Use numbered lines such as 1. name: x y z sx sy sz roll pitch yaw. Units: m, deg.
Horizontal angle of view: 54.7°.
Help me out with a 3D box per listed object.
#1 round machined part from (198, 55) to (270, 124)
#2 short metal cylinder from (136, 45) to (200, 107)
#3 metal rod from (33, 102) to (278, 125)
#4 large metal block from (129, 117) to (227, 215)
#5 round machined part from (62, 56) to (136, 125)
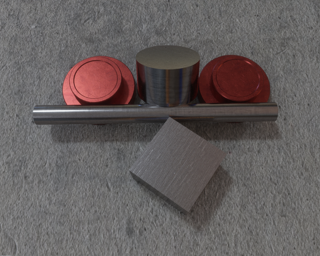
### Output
1. round machined part: 0.102 -0.059 0.423 0.099 0.042 0.098 0 70 0
2. short metal cylinder: 0.010 -0.069 0.402 0.080 0.050 0.080 0 35 0
3. metal rod: -0.005 -0.019 0.394 0.302 0.025 0.025 -1 70 -1
4. large metal block: 0.021 0.047 0.377 0.080 0.050 0.080 34 73 11
5. round machined part: -0.083 -0.056 0.420 0.099 0.042 0.098 0 70 0
